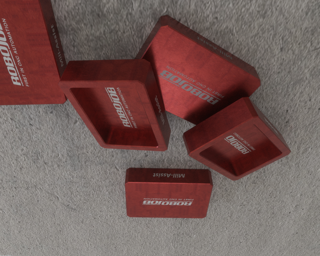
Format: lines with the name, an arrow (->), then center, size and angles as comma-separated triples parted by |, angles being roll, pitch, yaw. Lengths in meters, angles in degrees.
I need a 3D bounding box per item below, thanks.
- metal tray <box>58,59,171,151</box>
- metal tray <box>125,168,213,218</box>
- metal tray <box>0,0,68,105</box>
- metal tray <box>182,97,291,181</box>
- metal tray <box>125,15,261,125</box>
metal tray -> -0.044, -0.020, 0.353 | 0.090, 0.030, 0.130 | 2, 146, 15
metal tray -> 0.012, 0.105, 0.494 | 0.131, 0.030, 0.089 | 1, 130, -2
metal tray -> -0.154, -0.085, 0.330 | 0.091, 0.030, 0.129 | -1, 130, 1
metal tray -> 0.101, 0.021, 0.394 | 0.090, 0.030, 0.130 | -33, 141, 22
metal tray -> 0.036, -0.056, 0.356 | 0.131, 0.030, 0.089 | 25, 126, -20
